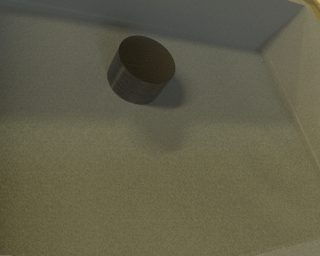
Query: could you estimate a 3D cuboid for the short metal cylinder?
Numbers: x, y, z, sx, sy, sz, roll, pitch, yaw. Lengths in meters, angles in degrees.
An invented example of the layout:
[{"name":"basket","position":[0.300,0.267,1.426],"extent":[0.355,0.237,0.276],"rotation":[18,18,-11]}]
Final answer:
[{"name":"short metal cylinder","position":[-0.026,-0.079,0.425],"extent":[0.081,0.050,0.080],"rotation":[14,56,-21]}]
